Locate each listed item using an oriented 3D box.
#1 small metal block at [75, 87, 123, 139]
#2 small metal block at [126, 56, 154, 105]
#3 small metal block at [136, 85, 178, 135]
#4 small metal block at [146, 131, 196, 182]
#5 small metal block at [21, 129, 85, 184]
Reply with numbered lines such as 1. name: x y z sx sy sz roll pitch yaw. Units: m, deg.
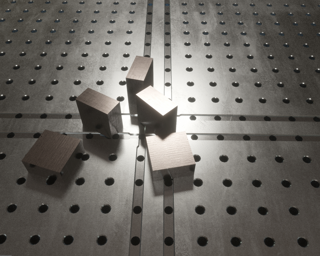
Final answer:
1. small metal block: -0.078 -0.019 0.406 0.050 0.050 0.025 25 54 19
2. small metal block: -0.028 -0.068 0.448 0.025 0.050 0.050 11 51 8
3. small metal block: -0.004 -0.019 0.408 0.025 0.050 0.050 -36 59 -26
4. small metal block: 0.012 0.034 0.379 0.050 0.025 0.050 -8 51 -7
5. small metal block: -0.128 0.034 0.377 0.050 0.025 0.050 15 51 12
